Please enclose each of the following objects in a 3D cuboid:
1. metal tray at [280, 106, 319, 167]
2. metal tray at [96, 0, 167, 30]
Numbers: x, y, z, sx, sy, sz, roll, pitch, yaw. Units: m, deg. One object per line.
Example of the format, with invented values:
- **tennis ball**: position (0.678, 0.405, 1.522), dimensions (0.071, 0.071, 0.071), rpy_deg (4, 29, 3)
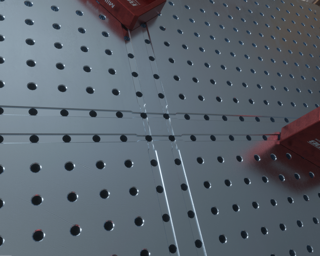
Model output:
- **metal tray**: position (0.273, 0.026, 0.495), dimensions (0.130, 0.090, 0.030), rpy_deg (29, 57, -10)
- **metal tray**: position (-0.064, -0.229, 0.509), dimensions (0.130, 0.030, 0.090), rpy_deg (43, 51, 1)
